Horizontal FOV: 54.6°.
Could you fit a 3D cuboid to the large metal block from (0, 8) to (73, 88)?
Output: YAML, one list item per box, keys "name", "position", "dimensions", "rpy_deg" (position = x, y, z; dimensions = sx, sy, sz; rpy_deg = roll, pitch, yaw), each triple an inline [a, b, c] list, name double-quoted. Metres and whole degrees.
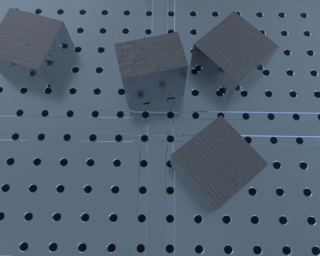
- name: "large metal block"
  position: [-0.183, -0.113, 0.439]
  dimensions: [0.080, 0.050, 0.080]
  rpy_deg: [16, 71, 6]

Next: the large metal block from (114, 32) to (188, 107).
- name: "large metal block"
  position: [-0.011, -0.075, 0.410]
  dimensions: [0.080, 0.080, 0.050]
  rpy_deg: [-12, 71, -4]

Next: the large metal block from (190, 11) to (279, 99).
- name: "large metal block"
  position: [0.102, -0.102, 0.436]
  dimensions: [0.080, 0.050, 0.080]
  rpy_deg: [-41, 75, -14]

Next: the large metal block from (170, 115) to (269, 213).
- name: "large metal block"
  position: [0.069, 0.045, 0.382]
  dimensions: [0.080, 0.050, 0.080]
  rpy_deg: [-38, 74, -13]
